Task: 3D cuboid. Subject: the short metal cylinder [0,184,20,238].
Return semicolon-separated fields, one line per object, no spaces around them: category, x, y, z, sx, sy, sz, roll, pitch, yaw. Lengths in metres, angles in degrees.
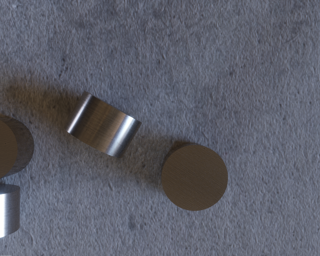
short metal cylinder;-0.216;0.101;0.380;0.081;0.080;0.050;1;90;-1

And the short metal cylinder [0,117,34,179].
short metal cylinder;-0.211;0.025;0.395;0.081;0.050;0.079;0;90;-1

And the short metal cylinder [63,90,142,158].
short metal cylinder;-0.069;-0.004;0.382;0.080;0.080;0.050;30;90;-1

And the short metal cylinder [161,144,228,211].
short metal cylinder;0.042;0.060;0.398;0.081;0.050;0.079;0;90;-1
